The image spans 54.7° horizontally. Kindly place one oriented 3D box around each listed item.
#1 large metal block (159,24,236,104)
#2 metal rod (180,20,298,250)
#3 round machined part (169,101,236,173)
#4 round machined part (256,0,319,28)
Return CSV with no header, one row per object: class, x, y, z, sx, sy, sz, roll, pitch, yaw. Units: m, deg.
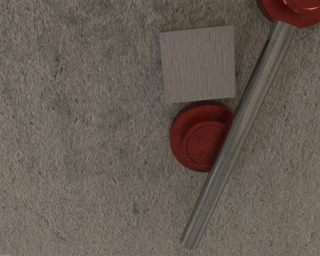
large metal block,0.043,-0.078,0.368,0.080,0.050,0.079,-6,110,2
metal rod,0.086,0.024,0.374,0.025,0.025,0.298,17,109,-6
round machined part,0.062,0.016,0.407,0.099,0.042,0.097,0,110,0
round machined part,0.160,-0.161,0.343,0.099,0.042,0.097,0,110,0
